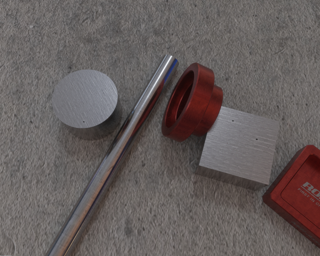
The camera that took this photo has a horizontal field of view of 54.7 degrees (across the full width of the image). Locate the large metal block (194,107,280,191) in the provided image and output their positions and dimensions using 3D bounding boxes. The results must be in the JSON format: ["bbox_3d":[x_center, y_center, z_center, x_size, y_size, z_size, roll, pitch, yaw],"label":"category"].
[{"bbox_3d":[0.094,0.026,0.387,0.080,0.050,0.080,16,71,5],"label":"large metal block"}]

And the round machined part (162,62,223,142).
[{"bbox_3d":[0.042,-0.028,0.384,0.042,0.098,0.098,22,70,-13],"label":"round machined part"}]

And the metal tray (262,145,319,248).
[{"bbox_3d":[0.205,0.094,0.373,0.130,0.030,0.090,40,74,13],"label":"metal tray"}]

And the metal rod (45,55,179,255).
[{"bbox_3d":[-0.053,0.029,0.397,0.025,0.025,0.300,26,72,9],"label":"metal rod"}]

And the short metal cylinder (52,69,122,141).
[{"bbox_3d":[-0.092,-0.029,0.404,0.081,0.050,0.080,0,70,0],"label":"short metal cylinder"}]
